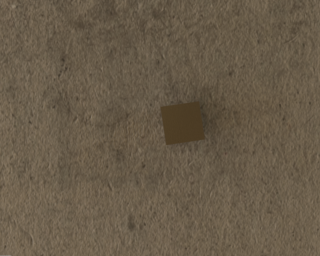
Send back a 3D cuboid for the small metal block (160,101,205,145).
[{"bbox_3d":[0.029,-0.006,0.410,0.050,0.025,0.050,-8,90,-1],"label":"small metal block"}]
